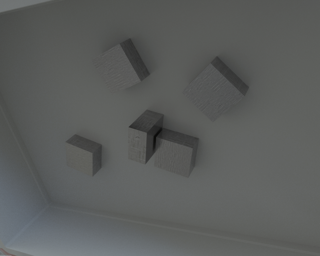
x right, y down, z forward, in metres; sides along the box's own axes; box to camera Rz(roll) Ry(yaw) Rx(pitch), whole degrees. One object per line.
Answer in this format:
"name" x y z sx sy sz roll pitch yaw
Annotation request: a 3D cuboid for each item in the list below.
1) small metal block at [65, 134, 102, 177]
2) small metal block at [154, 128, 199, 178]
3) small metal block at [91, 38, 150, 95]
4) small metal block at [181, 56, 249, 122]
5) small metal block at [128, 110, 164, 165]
"small metal block" -0.123 0.044 0.498 0.050 0.025 0.050 20 126 16
"small metal block" 0.022 0.033 0.417 0.050 0.025 0.050 17 125 18
"small metal block" -0.049 -0.076 0.386 0.050 0.025 0.050 -19 109 35
"small metal block" 0.062 -0.043 0.349 0.050 0.025 0.050 44 129 -3
"small metal block" -0.018 0.011 0.408 0.025 0.050 0.050 17 125 18
